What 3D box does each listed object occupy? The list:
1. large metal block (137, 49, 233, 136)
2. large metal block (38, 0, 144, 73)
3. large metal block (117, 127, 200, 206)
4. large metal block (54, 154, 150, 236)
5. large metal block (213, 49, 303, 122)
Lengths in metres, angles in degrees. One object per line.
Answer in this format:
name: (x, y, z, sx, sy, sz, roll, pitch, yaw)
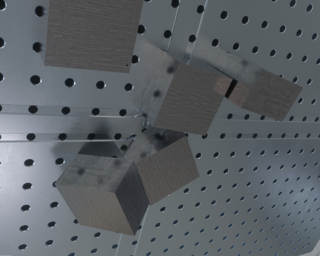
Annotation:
large metal block: (0.029, -0.042, 0.384, 0.081, 0.050, 0.080, 10, 114, -33)
large metal block: (-0.068, -0.102, 0.295, 0.081, 0.050, 0.079, 0, 118, -29)
large metal block: (-0.001, 0.046, 0.422, 0.080, 0.050, 0.080, -29, 128, -10)
large metal block: (-0.067, 0.081, 0.381, 0.050, 0.080, 0.080, -62, 147, -45)
large metal block: (0.121, -0.056, 0.406, 0.081, 0.080, 0.050, 13, 112, -34)
